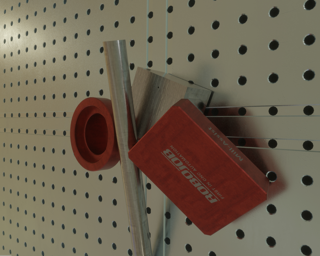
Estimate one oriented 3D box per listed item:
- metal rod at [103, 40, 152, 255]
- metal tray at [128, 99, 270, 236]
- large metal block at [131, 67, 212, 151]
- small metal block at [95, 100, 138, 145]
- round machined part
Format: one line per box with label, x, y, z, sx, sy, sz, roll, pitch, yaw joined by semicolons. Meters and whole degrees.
metal rod;-0.036;0.046;0.382;0.025;0.025;0.298;8;111;39
metal tray;0.040;0.044;0.336;0.130;0.030;0.090;45;121;2
large metal block;0.005;-0.023;0.384;0.080;0.050;0.079;29;108;36
small metal block;-0.065;-0.007;0.459;0.050;0.025;0.050;-28;73;36
round machined part;-0.077;0.008;0.422;0.098;0.042;0.097;1;91;43
